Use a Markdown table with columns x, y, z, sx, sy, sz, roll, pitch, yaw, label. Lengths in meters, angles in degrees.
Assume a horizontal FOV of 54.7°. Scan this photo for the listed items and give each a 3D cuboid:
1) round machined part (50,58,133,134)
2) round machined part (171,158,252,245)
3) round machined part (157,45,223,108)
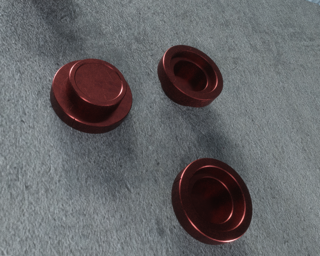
| x | y | z | sx | sy | sz | roll | pitch | yaw | label |
| --- | --- | --- | --- | --- | --- | --- | --- | --- | --- |
| -0.080 | -0.045 | 0.378 | 0.099 | 0.042 | 0.098 | 14 | 56 | -21 | round machined part |
| 0.057 | 0.088 | 0.369 | 0.099 | 0.042 | 0.098 | 14 | 56 | -21 | round machined part |
| 0.040 | -0.071 | 0.458 | 0.099 | 0.042 | 0.098 | 14 | 56 | -21 | round machined part |
